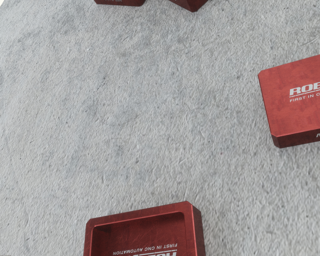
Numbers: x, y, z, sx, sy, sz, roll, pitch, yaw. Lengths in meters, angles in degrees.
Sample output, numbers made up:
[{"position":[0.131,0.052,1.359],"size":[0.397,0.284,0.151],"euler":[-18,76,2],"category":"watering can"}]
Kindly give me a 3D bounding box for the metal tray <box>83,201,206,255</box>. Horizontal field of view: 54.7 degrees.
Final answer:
[{"position":[-0.019,0.135,0.327],"size":[0.130,0.030,0.090],"euler":[-15,55,19],"category":"metal tray"}]

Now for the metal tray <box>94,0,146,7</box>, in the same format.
[{"position":[-0.070,-0.287,0.613],"size":[0.130,0.030,0.090],"euler":[19,72,35],"category":"metal tray"}]

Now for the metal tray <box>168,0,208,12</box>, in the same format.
[{"position":[0.046,-0.259,0.535],"size":[0.090,0.030,0.130],"euler":[-43,51,-2],"category":"metal tray"}]

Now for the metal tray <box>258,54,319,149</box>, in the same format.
[{"position":[0.179,-0.036,0.328],"size":[0.130,0.030,0.090],"euler":[-14,56,20],"category":"metal tray"}]
